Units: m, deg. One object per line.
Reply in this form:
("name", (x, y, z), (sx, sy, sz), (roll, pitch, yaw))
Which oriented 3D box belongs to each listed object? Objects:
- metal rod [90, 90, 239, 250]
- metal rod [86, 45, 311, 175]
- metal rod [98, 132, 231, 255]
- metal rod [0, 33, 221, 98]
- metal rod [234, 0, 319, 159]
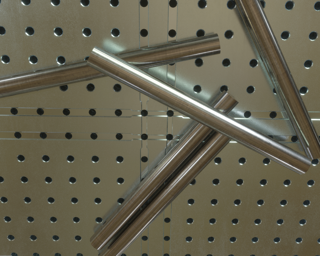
("metal rod", (-0.003, 0.068, 0.438), (0.025, 0.025, 0.299), (37, 106, -13))
("metal rod", (0.055, -0.017, 0.379), (0.301, 0.025, 0.025), (26, 108, -10))
("metal rod", (0.001, 0.107, 0.452), (0.025, 0.025, 0.299), (37, 106, -13))
("metal rod", (-0.077, -0.074, 0.385), (0.301, 0.025, 0.025), (-11, 110, 4))
("metal rod", (0.139, -0.086, 0.382), (0.025, 0.025, 0.299), (-29, 108, 10))
